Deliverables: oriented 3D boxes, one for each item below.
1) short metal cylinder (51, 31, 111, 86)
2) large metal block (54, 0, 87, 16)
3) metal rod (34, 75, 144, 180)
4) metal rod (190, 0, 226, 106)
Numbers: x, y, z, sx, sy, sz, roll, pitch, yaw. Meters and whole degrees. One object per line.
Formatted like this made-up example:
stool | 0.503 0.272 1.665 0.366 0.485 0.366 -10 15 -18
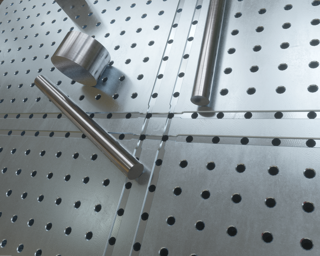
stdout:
short metal cylinder | -0.129 -0.112 0.507 0.080 0.080 0.050 13 69 33
large metal block | -0.211 -0.303 0.667 0.050 0.080 0.080 -34 52 6
metal rod | -0.125 -0.016 0.481 0.025 0.025 0.300 -49 52 -6
metal rod | 0.083 -0.167 0.466 0.025 0.025 0.300 -1 61 27
